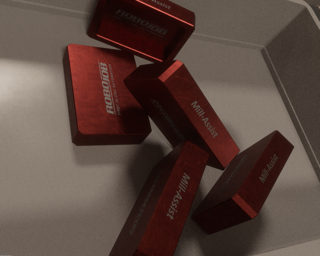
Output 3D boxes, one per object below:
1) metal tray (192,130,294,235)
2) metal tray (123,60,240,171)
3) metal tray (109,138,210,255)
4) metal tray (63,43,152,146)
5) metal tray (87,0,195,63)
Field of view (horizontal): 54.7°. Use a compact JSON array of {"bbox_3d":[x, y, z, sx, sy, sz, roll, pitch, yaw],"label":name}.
[{"bbox_3d":[0.103,0.065,0.381,0.030,0.090,0.131,46,51,3],"label":"metal tray"},{"bbox_3d":[0.023,-0.014,0.353,0.030,0.090,0.130,-46,116,-18],"label":"metal tray"},{"bbox_3d":[-0.002,0.082,0.314,0.030,0.090,0.130,34,51,-7],"label":"metal tray"},{"bbox_3d":[-0.069,-0.043,0.393,0.091,0.030,0.130,0,62,-29],"label":"metal tray"},{"bbox_3d":[-0.027,-0.146,0.439,0.131,0.090,0.030,18,55,-18],"label":"metal tray"}]
